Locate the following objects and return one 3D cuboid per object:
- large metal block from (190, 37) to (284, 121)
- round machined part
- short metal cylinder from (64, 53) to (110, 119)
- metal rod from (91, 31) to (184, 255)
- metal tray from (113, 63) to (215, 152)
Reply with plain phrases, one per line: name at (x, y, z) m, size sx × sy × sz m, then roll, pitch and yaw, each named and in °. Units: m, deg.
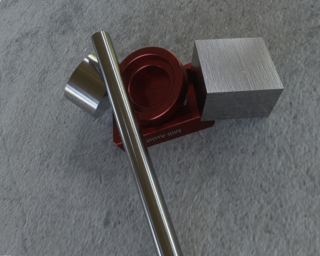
large metal block at (0.083, -0.057, 0.358) m, size 0.081 × 0.050 × 0.080 m, roll -4°, pitch 56°, yaw -5°
round machined part at (-0.010, -0.051, 0.399) m, size 0.098 × 0.042 × 0.098 m, roll -6°, pitch 75°, yaw 22°
short metal cylinder at (-0.090, -0.060, 0.444) m, size 0.050 × 0.080 × 0.080 m, roll 35°, pitch 79°, yaw 2°
metal rod at (-0.030, 0.015, 0.354) m, size 0.025 × 0.025 × 0.299 m, roll -24°, pitch 70°, yaw 13°
metal tray at (0.000, -0.027, 0.417) m, size 0.130 × 0.030 × 0.090 m, roll -19°, pitch 54°, yaw 16°
